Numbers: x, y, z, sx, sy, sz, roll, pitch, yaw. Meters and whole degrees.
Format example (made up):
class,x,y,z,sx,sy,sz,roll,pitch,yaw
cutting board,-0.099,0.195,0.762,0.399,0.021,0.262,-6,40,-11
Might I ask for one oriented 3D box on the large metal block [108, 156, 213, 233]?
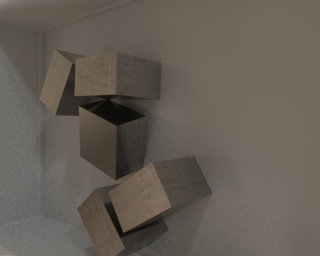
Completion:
class,x,y,z,sx,sy,sz,roll,pitch,yaw
large metal block,0.001,0.077,0.369,0.080,0.081,0.050,-38,67,33

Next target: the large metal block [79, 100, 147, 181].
class,x,y,z,sx,sy,sz,roll,pitch,yaw
large metal block,-0.067,0.013,0.431,0.080,0.050,0.079,25,122,36

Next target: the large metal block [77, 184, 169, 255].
class,x,y,z,sx,sy,sz,roll,pitch,yaw
large metal block,-0.048,0.121,0.409,0.050,0.081,0.080,-47,62,30

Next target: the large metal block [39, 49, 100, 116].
class,x,y,z,sx,sy,sz,roll,pitch,yaw
large metal block,-0.123,-0.065,0.470,0.050,0.081,0.079,38,113,33

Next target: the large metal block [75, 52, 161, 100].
class,x,y,z,sx,sy,sz,roll,pitch,yaw
large metal block,-0.056,-0.065,0.415,0.080,0.081,0.050,3,92,39
